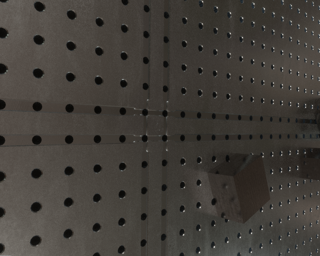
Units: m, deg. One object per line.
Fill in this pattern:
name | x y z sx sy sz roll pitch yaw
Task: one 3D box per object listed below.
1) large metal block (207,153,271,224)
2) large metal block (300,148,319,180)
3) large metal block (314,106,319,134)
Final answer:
large metal block | 0.130 0.095 0.505 0.081 0.050 0.080 -25 106 -38
large metal block | 0.374 0.081 0.692 0.081 0.080 0.050 -17 101 -39
large metal block | 0.427 -0.023 0.756 0.080 0.050 0.080 -40 115 -33
